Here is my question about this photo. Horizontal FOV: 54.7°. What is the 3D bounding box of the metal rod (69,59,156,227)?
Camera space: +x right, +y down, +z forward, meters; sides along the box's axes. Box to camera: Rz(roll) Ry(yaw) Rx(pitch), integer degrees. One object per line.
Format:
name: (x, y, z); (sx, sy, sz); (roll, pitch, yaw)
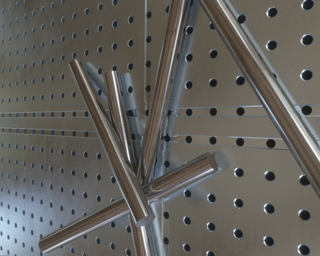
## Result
metal rod: (-0.079, 0.000, 0.440); (0.025, 0.025, 0.300); (-51, 51, 27)

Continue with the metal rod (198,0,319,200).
metal rod: (0.110, -0.040, 0.317); (0.025, 0.025, 0.299); (-38, 67, 33)

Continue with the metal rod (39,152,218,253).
metal rod: (-0.058, 0.110, 0.418); (0.300, 0.025, 0.025); (-31, 71, 23)

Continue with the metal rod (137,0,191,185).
metal rod: (0.007, -0.067, 0.401); (0.025, 0.025, 0.298); (19, 102, 38)

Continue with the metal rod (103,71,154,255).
metal rod: (-0.044, 0.063, 0.443); (0.025, 0.025, 0.298); (-19, 78, 38)
